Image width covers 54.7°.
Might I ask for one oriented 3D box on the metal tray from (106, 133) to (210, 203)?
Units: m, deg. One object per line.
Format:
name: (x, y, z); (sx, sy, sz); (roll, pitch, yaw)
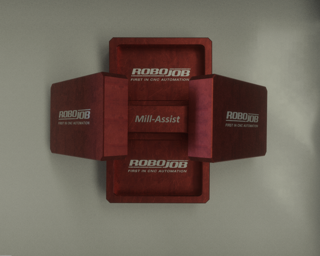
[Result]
metal tray: (-0.002, 0.050, 0.405); (0.131, 0.030, 0.089); (0, 90, -1)

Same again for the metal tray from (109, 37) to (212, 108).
metal tray: (0.001, -0.070, 0.407); (0.131, 0.030, 0.089); (0, 91, -1)

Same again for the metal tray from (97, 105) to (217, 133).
metal tray: (-0.003, -0.010, 0.377); (0.131, 0.090, 0.030); (0, 90, -1)

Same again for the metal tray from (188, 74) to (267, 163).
metal tray: (0.084, -0.009, 0.364); (0.030, 0.131, 0.089); (1, 90, 42)

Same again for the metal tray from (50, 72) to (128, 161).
metal tray: (-0.088, -0.012, 0.363); (0.030, 0.130, 0.089); (1, 90, -42)
